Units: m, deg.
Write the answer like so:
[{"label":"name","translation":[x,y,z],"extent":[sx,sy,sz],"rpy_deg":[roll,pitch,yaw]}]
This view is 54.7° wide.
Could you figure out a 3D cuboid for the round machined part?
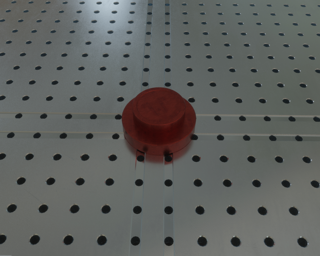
[{"label":"round machined part","translation":[-0.001,-0.016,0.410],"extent":[0.099,0.042,0.098],"rpy_deg":[0,50,0]}]
